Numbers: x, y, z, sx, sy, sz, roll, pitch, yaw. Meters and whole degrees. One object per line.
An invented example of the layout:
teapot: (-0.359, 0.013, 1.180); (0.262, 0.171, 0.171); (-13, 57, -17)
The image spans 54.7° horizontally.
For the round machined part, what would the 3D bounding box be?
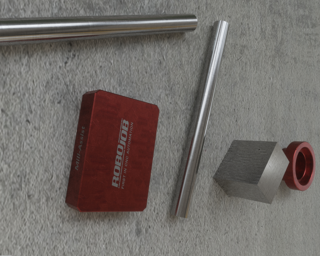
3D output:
round machined part: (0.271, 0.075, 0.626); (0.099, 0.042, 0.097); (0, 90, -40)

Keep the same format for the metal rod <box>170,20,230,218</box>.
metal rod: (0.062, -0.020, 0.458); (0.025, 0.025, 0.299); (23, 75, -38)

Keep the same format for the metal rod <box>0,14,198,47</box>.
metal rod: (-0.068, -0.113, 0.348); (0.302, 0.025, 0.025); (-18, 102, -39)

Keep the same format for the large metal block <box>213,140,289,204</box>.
large metal block: (0.146, 0.067, 0.494); (0.050, 0.080, 0.080); (50, 60, -29)

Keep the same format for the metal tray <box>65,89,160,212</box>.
metal tray: (-0.052, 0.029, 0.360); (0.091, 0.030, 0.129); (13, 82, -40)
